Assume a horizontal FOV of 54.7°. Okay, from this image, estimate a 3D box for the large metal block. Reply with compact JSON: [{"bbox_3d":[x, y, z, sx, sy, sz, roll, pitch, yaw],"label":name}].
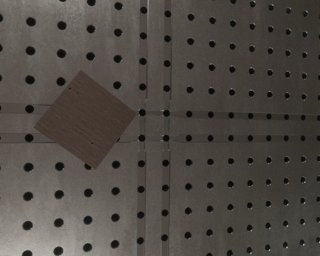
[{"bbox_3d":[-0.088,-0.009,0.367,0.080,0.050,0.080,39,77,-16],"label":"large metal block"}]
